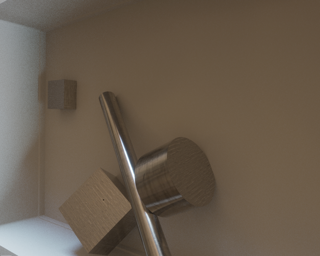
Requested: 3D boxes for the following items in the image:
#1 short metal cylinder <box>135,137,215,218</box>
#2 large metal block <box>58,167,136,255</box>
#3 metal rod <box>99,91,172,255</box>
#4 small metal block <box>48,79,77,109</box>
[{"bbox_3d":[0.018,0.057,0.355,0.050,0.081,0.080,-30,72,36],"label":"short metal cylinder"},{"bbox_3d":[-0.079,0.116,0.432,0.080,0.050,0.080,-46,58,-4],"label":"large metal block"},{"bbox_3d":[-0.033,0.062,0.382,0.025,0.025,0.299,-49,46,29],"label":"metal rod"},{"bbox_3d":[-0.173,-0.058,0.546,0.050,0.025,0.050,2,92,39],"label":"small metal block"}]
